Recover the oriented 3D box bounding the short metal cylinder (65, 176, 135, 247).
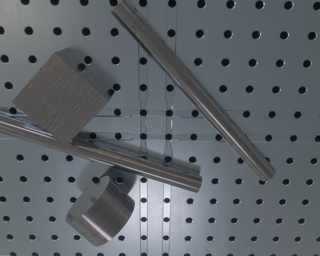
[{"bbox_3d":[-0.081,0.112,0.425,0.080,0.080,0.050,-39,106,13],"label":"short metal cylinder"}]

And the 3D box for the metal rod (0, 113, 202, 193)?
[{"bbox_3d":[-0.087,0.034,0.425,0.302,0.025,0.025,18,109,-7],"label":"metal rod"}]

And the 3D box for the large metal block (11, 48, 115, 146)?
[{"bbox_3d":[-0.116,-0.039,0.385,0.080,0.050,0.080,43,104,-14],"label":"large metal block"}]

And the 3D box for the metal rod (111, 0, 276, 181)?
[{"bbox_3d":[0.052,-0.038,0.399,0.025,0.025,0.300,-40,106,13],"label":"metal rod"}]
